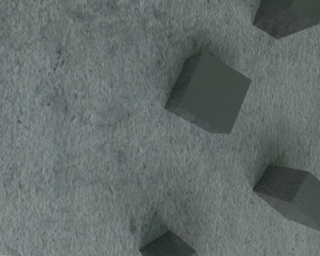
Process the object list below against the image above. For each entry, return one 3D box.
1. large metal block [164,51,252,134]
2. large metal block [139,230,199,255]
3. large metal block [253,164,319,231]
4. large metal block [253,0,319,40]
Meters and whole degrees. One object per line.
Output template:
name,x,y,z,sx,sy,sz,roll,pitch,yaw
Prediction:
large metal block,0.065,-0.045,0.421,0.080,0.050,0.080,26,81,-19
large metal block,0.024,0.188,0.390,0.050,0.080,0.080,-28,100,-18
large metal block,0.201,0.102,0.456,0.080,0.080,0.050,39,77,-16
large metal block,0.193,-0.187,0.453,0.050,0.080,0.080,23,83,-19
